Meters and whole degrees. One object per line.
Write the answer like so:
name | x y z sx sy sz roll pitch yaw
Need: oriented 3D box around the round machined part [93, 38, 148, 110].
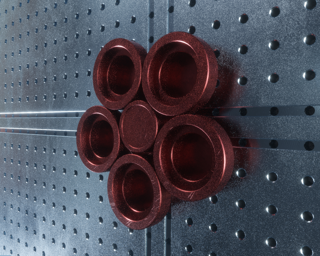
round machined part | -0.048 -0.074 0.439 0.098 0.042 0.097 0 90 40

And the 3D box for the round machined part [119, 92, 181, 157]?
round machined part | -0.016 -0.002 0.412 0.098 0.042 0.097 0 90 40

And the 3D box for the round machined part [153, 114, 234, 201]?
round machined part | 0.042 0.033 0.364 0.098 0.042 0.097 0 90 40

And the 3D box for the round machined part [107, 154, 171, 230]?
round machined part | -0.023 0.082 0.418 0.098 0.042 0.097 0 90 40

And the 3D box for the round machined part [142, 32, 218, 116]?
round machined part | 0.028 -0.063 0.376 0.098 0.042 0.097 0 90 40

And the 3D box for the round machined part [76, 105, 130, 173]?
round machined part | -0.079 0.016 0.464 0.098 0.042 0.097 0 90 40
